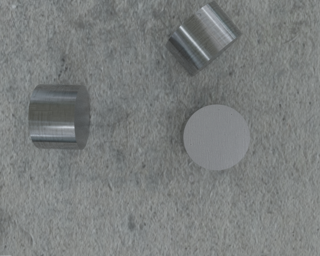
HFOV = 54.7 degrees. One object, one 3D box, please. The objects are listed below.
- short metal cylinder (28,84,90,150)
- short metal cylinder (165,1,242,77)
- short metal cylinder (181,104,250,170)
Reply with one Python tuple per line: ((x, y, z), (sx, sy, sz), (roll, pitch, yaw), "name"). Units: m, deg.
((-0.120, -0.013, 0.381), (0.050, 0.080, 0.079), (1, 90, 0), "short metal cylinder")
((0.054, -0.108, 0.383), (0.080, 0.080, 0.050), (-40, 90, 0), "short metal cylinder")
((0.068, 0.011, 0.398), (0.081, 0.050, 0.079), (0, 90, -1), "short metal cylinder")
